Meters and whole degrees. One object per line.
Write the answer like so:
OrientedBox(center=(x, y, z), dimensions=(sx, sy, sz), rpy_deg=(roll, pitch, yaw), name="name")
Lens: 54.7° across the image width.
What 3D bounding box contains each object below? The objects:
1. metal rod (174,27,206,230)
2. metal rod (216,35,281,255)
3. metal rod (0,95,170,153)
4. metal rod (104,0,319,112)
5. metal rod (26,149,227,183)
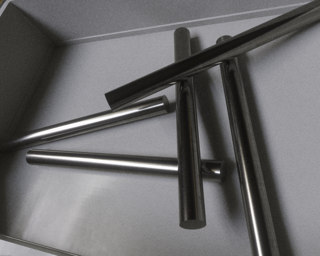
OrientedBox(center=(0.032, -0.027, 0.382), dimensions=(0.025, 0.025, 0.300), rpy_deg=(-15, 49, 19), name="metal rod")
OrientedBox(center=(0.094, 0.008, 0.351), dimensions=(0.025, 0.025, 0.299), rpy_deg=(-15, 56, 20), name="metal rod")
OrientedBox(center=(-0.129, -0.001, 0.471), dimensions=(0.301, 0.025, 0.025), rpy_deg=(-13, 57, 20), name="metal rod")
OrientedBox(center=(0.074, -0.093, 0.387), dimensions=(0.301, 0.025, 0.025), rpy_deg=(-24, 52, -1), name="metal rod")
OrientedBox(center=(-0.064, 0.046, 0.408), dimensions=(0.300, 0.025, 0.025), rpy_deg=(1, 62, 28), name="metal rod")
